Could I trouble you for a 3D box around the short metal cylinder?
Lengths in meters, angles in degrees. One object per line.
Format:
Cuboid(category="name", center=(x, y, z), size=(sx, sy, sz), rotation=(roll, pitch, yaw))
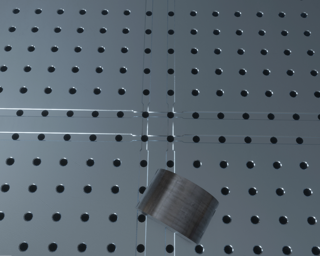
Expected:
Cuboid(category="short metal cylinder", center=(0.019, 0.088, 0.350), size=(0.080, 0.080, 0.050), rotation=(29, 73, 10))
